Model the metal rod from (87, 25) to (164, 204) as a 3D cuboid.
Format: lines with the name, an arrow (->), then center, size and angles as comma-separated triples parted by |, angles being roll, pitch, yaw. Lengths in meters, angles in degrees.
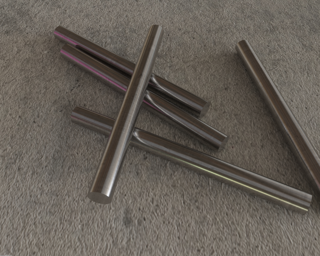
metal rod -> -0.033, -0.043, 0.404 | 0.025, 0.025, 0.300 | 8, 50, 7

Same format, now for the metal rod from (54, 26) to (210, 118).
metal rod -> -0.057, -0.096, 0.482 | 0.300, 0.025, 0.025 | 31, 57, 23

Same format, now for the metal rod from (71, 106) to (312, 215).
metal rod -> 0.024, 0.032, 0.375 | 0.301, 0.025, 0.025 | 20, 53, 16

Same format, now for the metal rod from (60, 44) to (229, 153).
metal rod -> -0.037, -0.053, 0.446 | 0.300, 0.025, 0.025 | 32, 57, 24

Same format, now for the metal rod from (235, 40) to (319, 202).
metal rod -> 0.164, -0.024, 0.424 | 0.025, 0.025, 0.300 | -8, 50, -7
